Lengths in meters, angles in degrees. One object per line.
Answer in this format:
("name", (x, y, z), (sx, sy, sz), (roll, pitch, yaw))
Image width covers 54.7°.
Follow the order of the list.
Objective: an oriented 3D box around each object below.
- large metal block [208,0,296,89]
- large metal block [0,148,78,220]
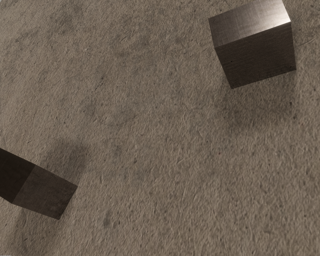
("large metal block", (0.111, -0.100, 0.371), (0.080, 0.080, 0.050), (-16, 56, 19))
("large metal block", (-0.173, 0.075, 0.411), (0.080, 0.080, 0.050), (15, 69, 33))
